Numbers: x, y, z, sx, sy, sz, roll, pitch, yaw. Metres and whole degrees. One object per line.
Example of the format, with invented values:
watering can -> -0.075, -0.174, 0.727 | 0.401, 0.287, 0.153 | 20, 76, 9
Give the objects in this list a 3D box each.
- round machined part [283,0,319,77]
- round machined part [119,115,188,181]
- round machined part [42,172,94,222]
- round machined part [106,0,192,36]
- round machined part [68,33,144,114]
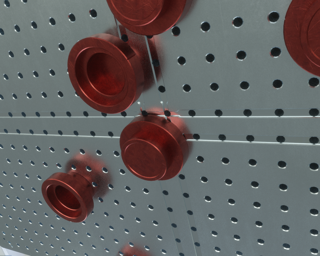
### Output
round machined part -> 0.157, -0.087, 0.264 | 0.098, 0.042, 0.097 | 13, 124, 21
round machined part -> -0.014, 0.034, 0.429 | 0.098, 0.042, 0.097 | 13, 124, 21
round machined part -> -0.160, 0.119, 0.559 | 0.098, 0.042, 0.097 | 13, 124, 21
round machined part -> -0.018, -0.145, 0.321 | 0.098, 0.042, 0.097 | 13, 124, 21
round machined part -> -0.063, -0.070, 0.391 | 0.098, 0.042, 0.097 | 13, 124, 21
